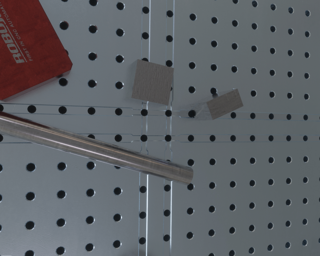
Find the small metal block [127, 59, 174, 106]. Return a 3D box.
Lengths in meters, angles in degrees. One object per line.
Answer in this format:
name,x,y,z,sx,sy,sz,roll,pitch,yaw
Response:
small metal block,-0.013,-0.058,0.408,0.050,0.025,0.050,10,87,-20

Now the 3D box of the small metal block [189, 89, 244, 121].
small metal block,0.077,-0.031,0.427,0.050,0.050,0.025,-24,98,-18

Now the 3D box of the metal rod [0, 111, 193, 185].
metal rod,-0.096,0.022,0.377,0.302,0.025,0.025,19,84,-19

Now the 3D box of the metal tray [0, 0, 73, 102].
metal tray,-0.170,-0.106,0.347,0.091,0.030,0.129,-29,100,-18
